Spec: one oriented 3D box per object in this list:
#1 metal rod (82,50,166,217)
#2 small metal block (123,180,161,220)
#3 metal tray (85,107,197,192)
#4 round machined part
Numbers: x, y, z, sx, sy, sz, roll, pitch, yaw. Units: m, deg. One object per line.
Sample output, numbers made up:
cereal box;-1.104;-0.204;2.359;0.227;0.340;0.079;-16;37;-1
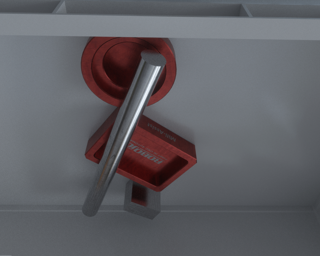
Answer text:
metal rod;-0.058;0.032;0.388;0.025;0.025;0.298;16;134;-14
small metal block;-0.027;0.109;0.485;0.050;0.050;0.025;25;126;-20
metal tray;-0.025;0.033;0.433;0.131;0.030;0.090;30;124;-24
round machined part;-0.032;-0.072;0.336;0.099;0.042;0.097;-1;130;0
